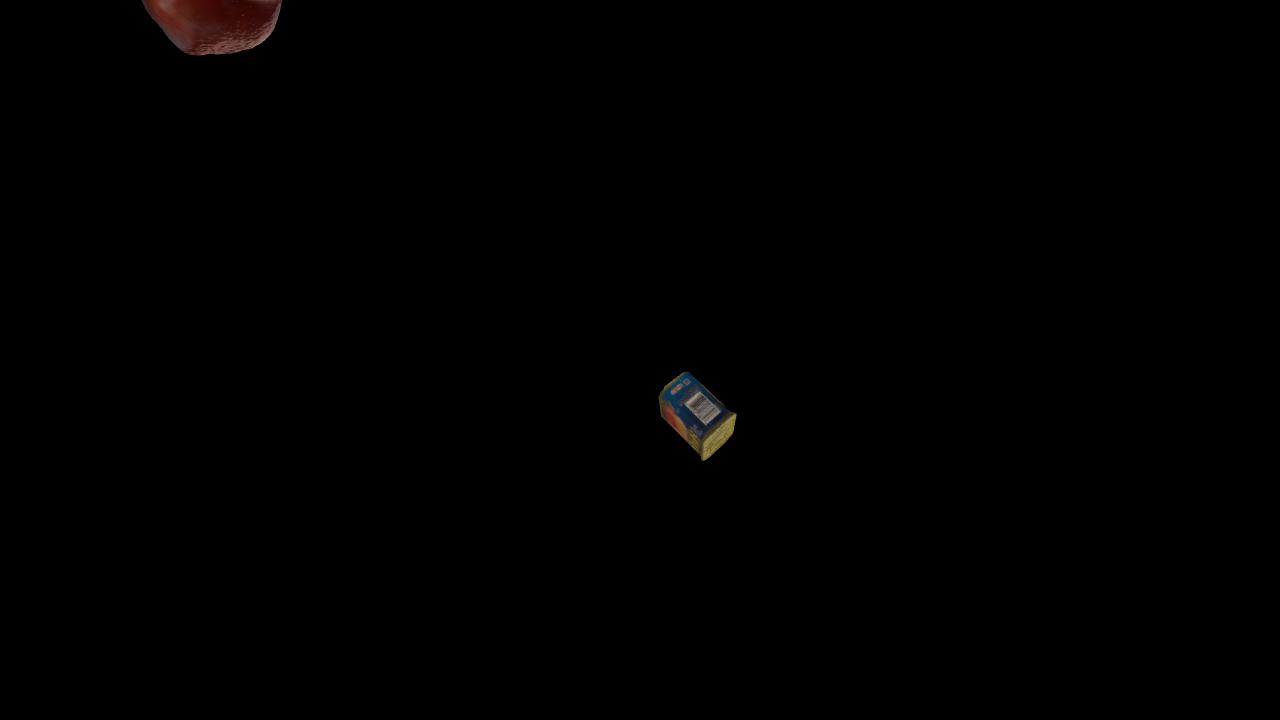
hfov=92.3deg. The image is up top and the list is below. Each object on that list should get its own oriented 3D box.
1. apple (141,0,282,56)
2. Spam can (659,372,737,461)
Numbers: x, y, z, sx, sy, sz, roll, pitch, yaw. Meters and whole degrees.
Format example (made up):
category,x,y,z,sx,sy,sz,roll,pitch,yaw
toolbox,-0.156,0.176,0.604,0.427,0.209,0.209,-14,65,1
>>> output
category,x,y,z,sx,sy,sz,roll,pitch,yaw
apple,-0.285,-0.247,0.407,0.093,0.079,0.079,-18,-11,36
Spam can,0.072,0.071,0.788,0.058,0.085,0.101,-40,-21,-14
